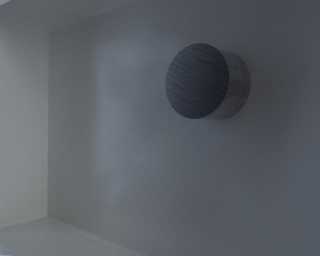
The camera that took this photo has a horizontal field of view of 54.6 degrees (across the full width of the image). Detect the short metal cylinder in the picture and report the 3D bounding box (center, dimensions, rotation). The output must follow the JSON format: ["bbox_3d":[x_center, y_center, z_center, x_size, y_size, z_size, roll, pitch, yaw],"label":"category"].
[{"bbox_3d":[0.053,-0.050,0.347,0.080,0.050,0.080,0,90,40],"label":"short metal cylinder"}]
